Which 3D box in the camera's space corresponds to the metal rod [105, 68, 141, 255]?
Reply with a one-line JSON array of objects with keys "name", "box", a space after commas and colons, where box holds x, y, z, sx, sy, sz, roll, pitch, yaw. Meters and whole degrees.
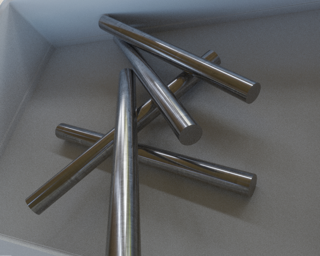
[{"name": "metal rod", "box": [-0.037, 0.009, 0.333, 0.025, 0.025, 0.300, -26, 33, 12]}]

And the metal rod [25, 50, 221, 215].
[{"name": "metal rod", "box": [-0.038, -0.002, 0.396, 0.301, 0.025, 0.025, -40, 51, -11]}]

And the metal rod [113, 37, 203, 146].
[{"name": "metal rod", "box": [-0.019, -0.074, 0.419, 0.025, 0.025, 0.300, -36, 39, 4]}]

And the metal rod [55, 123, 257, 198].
[{"name": "metal rod", "box": [-0.028, 0.032, 0.399, 0.300, 0.025, 0.025, 13, 68, 33]}]

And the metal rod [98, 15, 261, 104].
[{"name": "metal rod", "box": [0.005, -0.107, 0.426, 0.025, 0.025, 0.300, -49, 52, -7]}]
